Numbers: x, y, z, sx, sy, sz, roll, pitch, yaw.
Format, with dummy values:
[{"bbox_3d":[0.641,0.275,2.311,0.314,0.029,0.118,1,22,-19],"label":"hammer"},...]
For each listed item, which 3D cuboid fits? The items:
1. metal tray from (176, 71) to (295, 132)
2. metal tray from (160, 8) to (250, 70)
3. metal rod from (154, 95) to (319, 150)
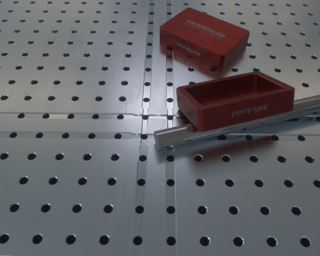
[{"bbox_3d":[0.097,-0.040,0.415,0.131,0.030,0.090,-13,27,-11],"label":"metal tray"},{"bbox_3d":[0.075,-0.158,0.538,0.130,0.030,0.090,31,57,23],"label":"metal tray"},{"bbox_3d":[0.141,-0.016,0.421,0.302,0.025,0.025,-12,51,-11],"label":"metal rod"}]
